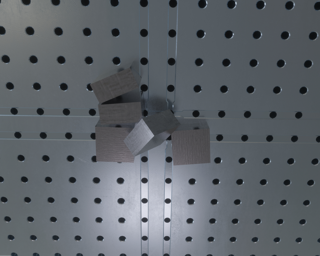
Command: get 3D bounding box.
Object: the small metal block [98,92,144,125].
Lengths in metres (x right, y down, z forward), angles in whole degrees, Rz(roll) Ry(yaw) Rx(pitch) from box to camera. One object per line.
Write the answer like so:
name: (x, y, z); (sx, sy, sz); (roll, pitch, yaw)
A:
small metal block: (-0.047, -0.026, 0.390); (0.050, 0.050, 0.025); (-4, 110, 1)

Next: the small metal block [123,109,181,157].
small metal block: (-0.010, 0.006, 0.389); (0.025, 0.050, 0.050); (55, 133, 13)

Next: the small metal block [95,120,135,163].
small metal block: (-0.059, 0.018, 0.420); (0.050, 0.025, 0.050); (2, 110, -1)

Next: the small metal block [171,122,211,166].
small metal block: (0.041, 0.021, 0.421); (0.050, 0.025, 0.050); (-4, 110, 1)

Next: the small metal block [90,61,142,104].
small metal block: (-0.052, -0.057, 0.379); (0.050, 0.050, 0.025); (-22, 109, 8)
